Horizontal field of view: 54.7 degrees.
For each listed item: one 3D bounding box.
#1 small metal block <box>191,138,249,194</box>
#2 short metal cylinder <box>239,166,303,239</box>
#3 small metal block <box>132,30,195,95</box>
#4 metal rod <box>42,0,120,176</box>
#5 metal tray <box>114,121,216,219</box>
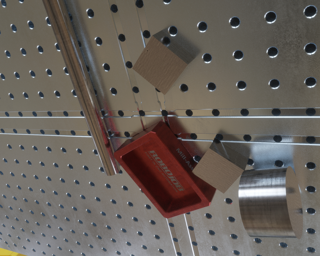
[{"bbox_3d":[0.077,0.049,0.400,0.050,0.025,0.050,33,129,6],"label":"small metal block"},{"bbox_3d":[0.130,0.086,0.360,0.050,0.080,0.080,-11,113,32],"label":"short metal cylinder"},{"bbox_3d":[0.004,-0.076,0.361,0.050,0.025,0.050,40,129,0],"label":"small metal block"},{"bbox_3d":[-0.108,-0.063,0.427,0.025,0.025,0.298,0,119,28],"label":"metal rod"},{"bbox_3d":[0.006,0.064,0.442,0.090,0.030,0.130,-30,102,37],"label":"metal tray"}]
